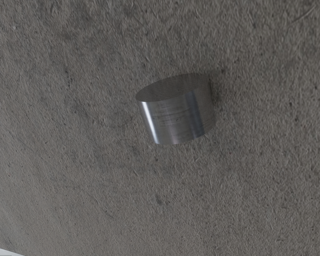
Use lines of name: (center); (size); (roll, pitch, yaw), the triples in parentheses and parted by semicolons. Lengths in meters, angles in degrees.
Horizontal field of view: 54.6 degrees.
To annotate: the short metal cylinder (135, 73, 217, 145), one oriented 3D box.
short metal cylinder: (0.018, -0.023, 0.348); (0.080, 0.080, 0.050); (-3, 117, 30)
